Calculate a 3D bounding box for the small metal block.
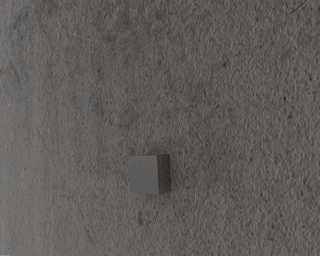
[{"bbox_3d":[-0.014,0.061,0.418,0.050,0.025,0.050,-6,87,40],"label":"small metal block"}]
